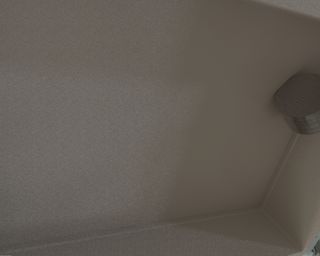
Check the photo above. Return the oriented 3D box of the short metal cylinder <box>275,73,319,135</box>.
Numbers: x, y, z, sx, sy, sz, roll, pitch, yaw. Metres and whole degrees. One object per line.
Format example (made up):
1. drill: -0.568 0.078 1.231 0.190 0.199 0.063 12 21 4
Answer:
1. short metal cylinder: 0.225 -0.037 0.473 0.080 0.080 0.050 -45 129 3
